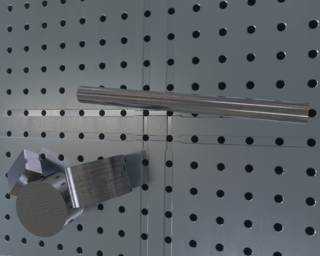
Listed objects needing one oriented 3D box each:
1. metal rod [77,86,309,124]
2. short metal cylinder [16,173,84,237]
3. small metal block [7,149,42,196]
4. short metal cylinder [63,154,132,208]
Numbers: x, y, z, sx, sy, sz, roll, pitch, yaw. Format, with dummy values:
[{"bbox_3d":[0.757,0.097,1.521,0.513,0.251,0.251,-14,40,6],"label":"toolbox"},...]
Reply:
[{"bbox_3d":[0.027,-0.033,0.402,0.301,0.025,0.025,7,92,19],"label":"metal rod"},{"bbox_3d":[-0.157,0.109,0.450,0.080,0.050,0.079,2,96,15],"label":"short metal cylinder"},{"bbox_3d":[-0.207,0.069,0.473,0.050,0.025,0.050,-52,40,12],"label":"small metal block"},{"bbox_3d":[-0.082,0.069,0.412,0.080,0.080,0.050,-16,85,19],"label":"short metal cylinder"}]
